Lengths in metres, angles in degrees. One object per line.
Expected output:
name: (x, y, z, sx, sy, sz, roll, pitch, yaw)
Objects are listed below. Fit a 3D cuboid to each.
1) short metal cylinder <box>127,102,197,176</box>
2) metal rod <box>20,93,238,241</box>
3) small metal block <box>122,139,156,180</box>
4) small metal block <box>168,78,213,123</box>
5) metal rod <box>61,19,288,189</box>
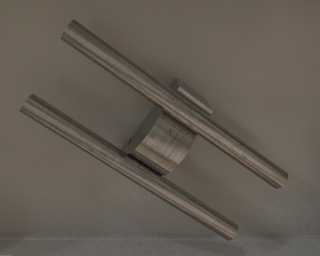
short metal cylinder: (0.003, 0.012, 0.385, 0.050, 0.080, 0.080, 35, 106, -12)
metal rod: (-0.027, 0.054, 0.377, 0.301, 0.025, 0.025, 34, 106, -12)
small metal block: (-0.029, 0.047, 0.413, 0.050, 0.050, 0.025, 35, 106, -12)
small metal block: (0.035, -0.033, 0.384, 0.050, 0.050, 0.025, 35, 106, -12)
metal rod: (0.027, -0.018, 0.350, 0.301, 0.025, 0.025, 34, 106, -12)
